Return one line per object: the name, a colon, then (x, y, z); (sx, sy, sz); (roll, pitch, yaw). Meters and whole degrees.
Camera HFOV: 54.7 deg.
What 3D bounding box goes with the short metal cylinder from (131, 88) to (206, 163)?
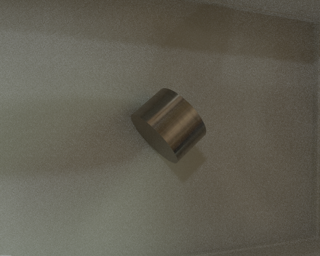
short metal cylinder: (0.010, -0.003, 0.383); (0.050, 0.080, 0.080); (-43, 104, -15)
